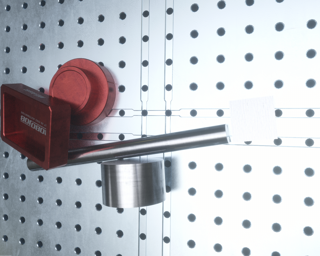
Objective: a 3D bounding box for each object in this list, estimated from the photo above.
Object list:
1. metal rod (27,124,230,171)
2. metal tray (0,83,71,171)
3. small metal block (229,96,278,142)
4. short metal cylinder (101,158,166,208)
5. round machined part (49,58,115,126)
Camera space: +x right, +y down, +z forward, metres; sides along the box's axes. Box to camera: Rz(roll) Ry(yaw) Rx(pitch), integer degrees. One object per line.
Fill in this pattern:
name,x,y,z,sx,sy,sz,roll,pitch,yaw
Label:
metal rod,-0.057,0.031,0.431,0.301,0.025,0.025,-10,87,19
metal tray,-0.181,-0.006,0.442,0.130,0.030,0.089,22,112,34
small metal block,0.112,-0.010,0.373,0.050,0.025,0.050,-6,88,19
short metal cylinder,-0.033,0.067,0.394,0.080,0.080,0.050,-3,89,19
round machined part,-0.117,-0.052,0.443,0.098,0.042,0.097,0,90,19
